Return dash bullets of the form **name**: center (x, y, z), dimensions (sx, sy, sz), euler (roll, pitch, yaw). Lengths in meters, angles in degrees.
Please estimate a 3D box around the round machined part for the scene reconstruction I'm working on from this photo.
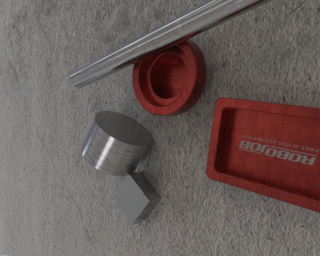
- **round machined part**: center (0.015, -0.064, 0.381), dimensions (0.098, 0.042, 0.097), euler (0, 90, 40)

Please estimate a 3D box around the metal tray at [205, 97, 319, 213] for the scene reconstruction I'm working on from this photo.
- **metal tray**: center (0.114, 0.021, 0.307), dimensions (0.130, 0.030, 0.089), euler (12, 98, 39)

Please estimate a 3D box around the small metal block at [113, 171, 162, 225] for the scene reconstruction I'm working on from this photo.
- **small metal block**: center (-0.033, 0.097, 0.432), dimensions (0.050, 0.025, 0.050), euler (48, 118, 29)

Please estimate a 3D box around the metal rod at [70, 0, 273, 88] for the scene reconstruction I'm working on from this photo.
- **metal rod**: center (-0.006, -0.098, 0.354), dimensions (0.300, 0.025, 0.025), euler (-14, 81, 39)

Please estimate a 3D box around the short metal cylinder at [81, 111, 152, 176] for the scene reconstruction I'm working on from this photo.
- **short metal cylinder**: center (-0.058, 0.019, 0.417), dimensions (0.080, 0.081, 0.050), euler (43, 116, 31)
